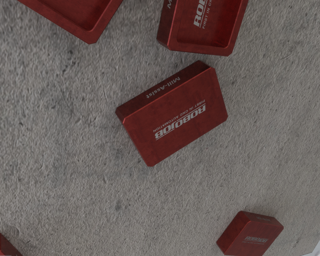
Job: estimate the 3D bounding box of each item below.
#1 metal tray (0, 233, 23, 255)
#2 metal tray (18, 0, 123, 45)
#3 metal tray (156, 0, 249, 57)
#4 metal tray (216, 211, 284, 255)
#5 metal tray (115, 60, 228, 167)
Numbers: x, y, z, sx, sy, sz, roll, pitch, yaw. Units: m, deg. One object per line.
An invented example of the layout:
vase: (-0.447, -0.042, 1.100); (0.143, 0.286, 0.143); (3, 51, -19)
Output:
metal tray: (-0.222, 0.205, 0.408); (0.091, 0.030, 0.129); (-26, 128, -12)
metal tray: (-0.091, -0.144, 0.264); (0.131, 0.030, 0.090); (27, 103, -38)
metal tray: (0.054, -0.149, 0.340); (0.091, 0.030, 0.129); (-1, 119, -28)
metal tray: (0.190, 0.224, 0.646); (0.131, 0.030, 0.090); (21, 107, -36)
metal tray: (0.019, -0.018, 0.403); (0.131, 0.030, 0.090); (-31, 129, -8)
